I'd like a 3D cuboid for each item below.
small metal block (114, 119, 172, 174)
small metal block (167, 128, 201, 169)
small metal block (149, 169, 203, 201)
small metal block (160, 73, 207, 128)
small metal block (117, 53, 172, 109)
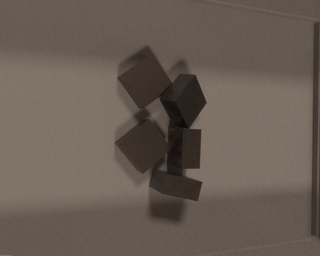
[{"bbox_3d":[-0.022,0.023,0.403,0.050,0.025,0.050,-40,103,-16],"label":"small metal block"},{"bbox_3d":[0.031,0.026,0.410,0.025,0.050,0.050,2,89,-20],"label":"small metal block"},{"bbox_3d":[0.019,0.074,0.406,0.050,0.050,0.025,16,85,-20],"label":"small metal block"},{"bbox_3d":[0.032,-0.036,0.407,0.050,0.025,0.050,-54,135,-26],"label":"small metal block"},{"bbox_3d":[-0.019,-0.060,0.404,0.050,0.025,0.050,-38,103,-16],"label":"small metal block"}]
